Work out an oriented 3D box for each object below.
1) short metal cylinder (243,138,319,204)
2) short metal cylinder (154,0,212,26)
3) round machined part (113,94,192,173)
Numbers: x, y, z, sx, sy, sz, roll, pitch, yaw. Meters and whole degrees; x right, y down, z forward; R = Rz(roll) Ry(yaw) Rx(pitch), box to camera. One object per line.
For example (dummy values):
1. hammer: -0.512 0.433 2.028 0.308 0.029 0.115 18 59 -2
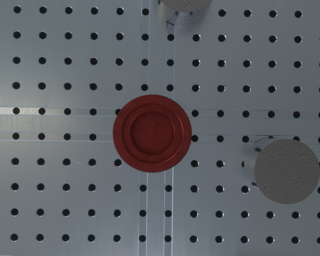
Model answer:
1. short metal cylinder: 0.155 0.053 0.402 0.081 0.050 0.079 0 90 0
2. short metal cylinder: 0.031 -0.180 0.401 0.081 0.050 0.079 0 90 0
3. round machined part: -0.009 0.007 0.405 0.099 0.042 0.097 0 90 0
